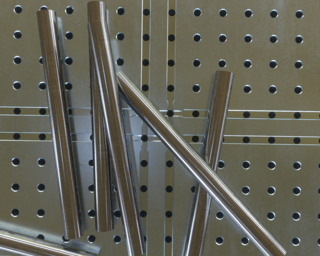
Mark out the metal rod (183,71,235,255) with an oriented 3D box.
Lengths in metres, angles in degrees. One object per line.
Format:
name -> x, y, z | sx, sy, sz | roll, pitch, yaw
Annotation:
metal rod -> 0.061, 0.074, 0.413 | 0.025, 0.025, 0.299 | 10, 90, 0

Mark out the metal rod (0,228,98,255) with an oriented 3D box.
metal rod -> -0.233, 0.142, 0.412 | 0.301, 0.025, 0.025 | 15, 90, 0

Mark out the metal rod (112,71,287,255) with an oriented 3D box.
metal rod -> 0.041, 0.043, 0.391 | 0.025, 0.025, 0.300 | -42, 82, 0

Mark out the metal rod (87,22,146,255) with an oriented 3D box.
metal rod -> -0.054, 0.019, 0.398 | 0.025, 0.025, 0.298 | -9, 96, 0

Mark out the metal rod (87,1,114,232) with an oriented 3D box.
metal rod -> -0.079, -0.015, 0.412 | 0.025, 0.025, 0.298 | -2, 90, 0

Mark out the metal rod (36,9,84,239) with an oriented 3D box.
metal rod -> -0.132, -0.005, 0.412 | 0.025, 0.025, 0.298 | -7, 90, 0
